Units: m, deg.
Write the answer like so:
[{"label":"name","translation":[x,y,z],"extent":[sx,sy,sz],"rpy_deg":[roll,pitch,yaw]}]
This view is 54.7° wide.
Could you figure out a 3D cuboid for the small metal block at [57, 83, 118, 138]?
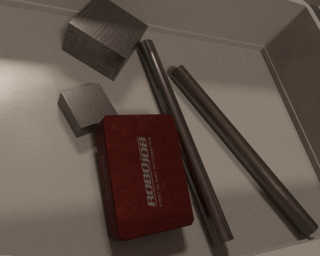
[{"label":"small metal block","translation":[-0.087,-0.022,0.373],"extent":[0.050,0.025,0.050],"rpy_deg":[-23,74,-36]}]

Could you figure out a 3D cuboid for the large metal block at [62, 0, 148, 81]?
[{"label":"large metal block","translation":[-0.074,-0.125,0.427],"extent":[0.080,0.050,0.080],"rpy_deg":[31,52,-9]}]

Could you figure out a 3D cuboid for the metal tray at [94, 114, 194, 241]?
[{"label":"metal tray","translation":[-0.018,0.051,0.347],"extent":[0.091,0.030,0.129],"rpy_deg":[-2,74,-30]}]

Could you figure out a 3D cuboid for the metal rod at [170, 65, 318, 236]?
[{"label":"metal rod","translation":[0.118,0.028,0.454],"extent":[0.025,0.025,0.300],"rpy_deg":[-33,80,-38]}]

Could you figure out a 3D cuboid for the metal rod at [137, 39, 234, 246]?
[{"label":"metal rod","translation":[0.027,0.004,0.418],"extent":[0.025,0.025,0.299],"rpy_deg":[-7,65,-32]}]
